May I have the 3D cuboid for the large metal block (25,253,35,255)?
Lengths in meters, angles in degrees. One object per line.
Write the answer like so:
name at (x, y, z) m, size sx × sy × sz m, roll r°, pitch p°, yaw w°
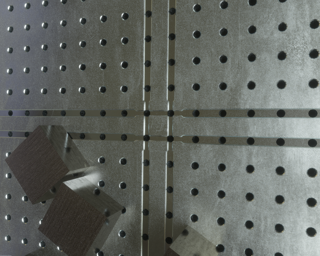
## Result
large metal block at (-0.191, 0.251, 0.468) m, size 0.080 × 0.050 × 0.080 m, roll 14°, pitch 95°, yaw 19°

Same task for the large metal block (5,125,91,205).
large metal block at (-0.166, 0.052, 0.459) m, size 0.080 × 0.050 × 0.080 m, roll -41°, pitch 77°, yaw 15°

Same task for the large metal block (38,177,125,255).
large metal block at (-0.111, 0.128, 0.439) m, size 0.080 × 0.050 × 0.080 m, roll 33°, pitch 101°, yaw 17°

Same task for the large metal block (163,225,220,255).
large metal block at (0.024, 0.176, 0.375) m, size 0.050 × 0.080 × 0.080 m, roll 34°, pitch 101°, yaw 17°
